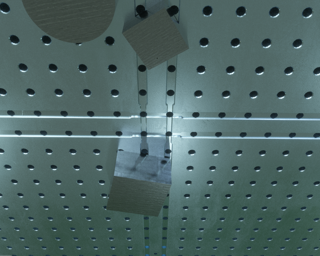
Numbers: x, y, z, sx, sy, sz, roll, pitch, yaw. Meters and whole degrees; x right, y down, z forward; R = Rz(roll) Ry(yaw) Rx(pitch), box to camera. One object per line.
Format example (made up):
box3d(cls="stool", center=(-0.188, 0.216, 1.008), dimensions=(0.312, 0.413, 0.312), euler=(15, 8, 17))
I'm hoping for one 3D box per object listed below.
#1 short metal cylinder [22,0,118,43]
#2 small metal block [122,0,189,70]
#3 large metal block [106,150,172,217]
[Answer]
box3d(cls="short metal cylinder", center=(-0.079, -0.127, 0.286), dimensions=(0.081, 0.050, 0.079), euler=(0, 130, 0))
box3d(cls="small metal block", center=(-0.004, -0.098, 0.328), dimensions=(0.050, 0.025, 0.050), euler=(-25, 126, 19))
box3d(cls="large metal block", center=(-0.033, 0.085, 0.467), dimensions=(0.081, 0.050, 0.079), euler=(11, 129, -9))
